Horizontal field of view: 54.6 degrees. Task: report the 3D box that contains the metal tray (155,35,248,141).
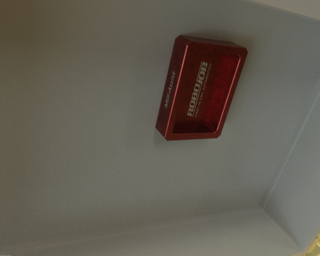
[{"bbox_3d":[0.052,-0.048,0.403,0.091,0.030,0.129,-2,119,-28],"label":"metal tray"}]
